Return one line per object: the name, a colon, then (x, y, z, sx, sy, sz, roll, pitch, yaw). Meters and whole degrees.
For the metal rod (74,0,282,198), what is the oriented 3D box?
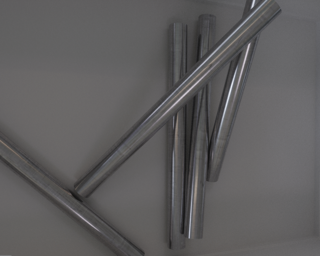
metal rod: (0.011, -0.027, 0.350, 0.299, 0.025, 0.025, -44, 106, 11)

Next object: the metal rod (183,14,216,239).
metal rod: (0.055, -0.007, 0.419, 0.025, 0.025, 0.298, 7, 84, -20)

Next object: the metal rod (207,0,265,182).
metal rod: (0.095, -0.064, 0.378, 0.025, 0.025, 0.298, 1, 116, -20)

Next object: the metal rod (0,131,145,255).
metal rod: (-0.132, 0.066, 0.361, 0.300, 0.025, 0.025, 45, 76, -15)

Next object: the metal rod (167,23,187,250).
metal rod: (0.023, 0.011, 0.418, 0.025, 0.025, 0.298, 1, 90, -20)
